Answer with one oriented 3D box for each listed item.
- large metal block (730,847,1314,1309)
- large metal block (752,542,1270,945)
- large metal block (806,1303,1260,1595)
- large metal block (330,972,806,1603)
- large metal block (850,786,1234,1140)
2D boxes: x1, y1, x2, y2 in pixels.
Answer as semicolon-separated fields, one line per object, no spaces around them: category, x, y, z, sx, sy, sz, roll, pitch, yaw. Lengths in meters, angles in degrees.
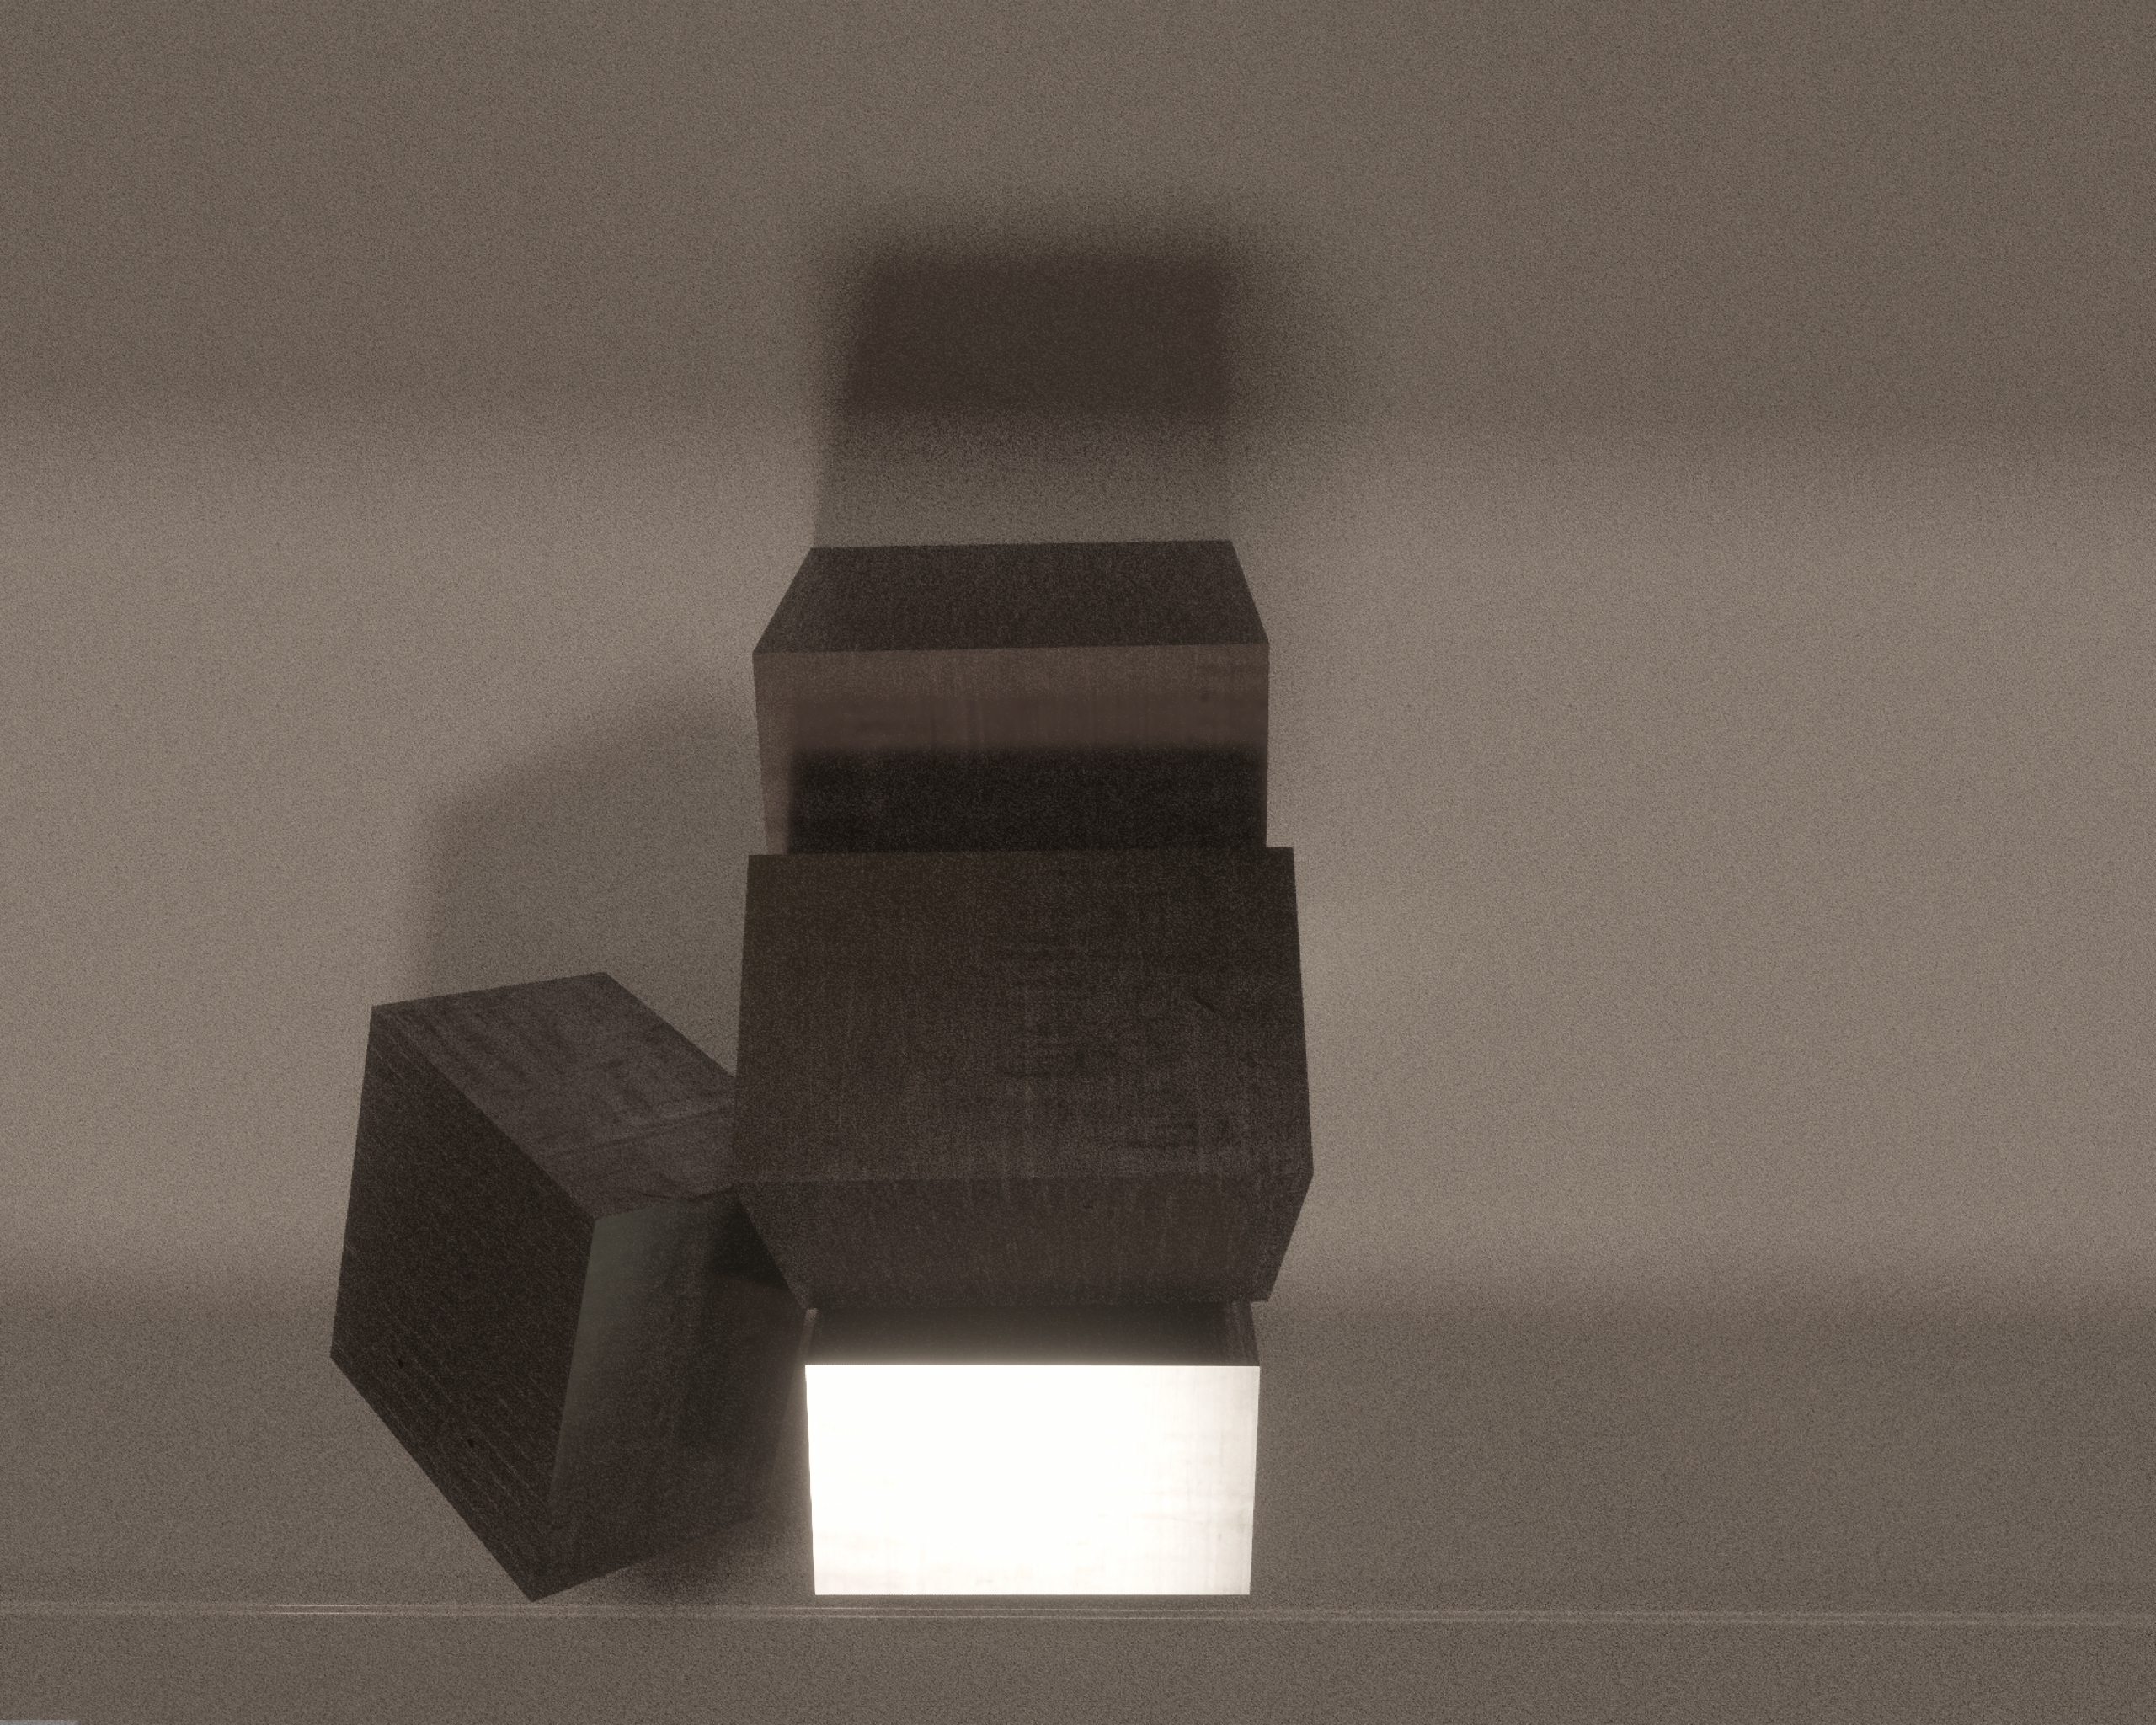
large metal block;-0.008;0.037;0.334;0.081;0.080;0.050;-1;65;0
large metal block;-0.010;-0.024;0.370;0.081;0.080;0.050;-1;110;0
large metal block;-0.008;0.099;0.416;0.081;0.080;0.050;0;110;-1
large metal block;-0.097;0.077;0.399;0.050;0.080;0.079;-7;119;-44
large metal block;-0.010;0.031;0.409;0.081;0.050;0.079;-1;110;0
